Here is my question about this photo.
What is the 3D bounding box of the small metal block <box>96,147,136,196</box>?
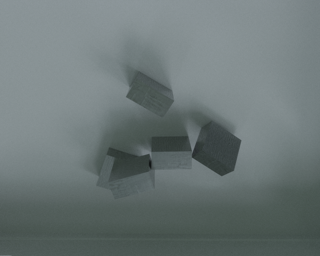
[{"bbox_3d":[-0.056,0.061,0.433,0.050,0.025,0.050,19,109,-7],"label":"small metal block"}]

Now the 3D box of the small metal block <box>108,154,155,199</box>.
[{"bbox_3d":[-0.034,0.061,0.393,0.050,0.050,0.025,-15,110,5],"label":"small metal block"}]

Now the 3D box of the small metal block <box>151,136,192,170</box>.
[{"bbox_3d":[0.015,0.032,0.410,0.050,0.050,0.025,-1,110,0],"label":"small metal block"}]

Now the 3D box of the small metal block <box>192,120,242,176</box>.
[{"bbox_3d":[0.075,0.027,0.406,0.050,0.050,0.025,33,144,-12],"label":"small metal block"}]

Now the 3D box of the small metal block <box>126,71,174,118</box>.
[{"bbox_3d":[-0.012,-0.042,0.382,0.050,0.050,0.025,29,107,-11],"label":"small metal block"}]
